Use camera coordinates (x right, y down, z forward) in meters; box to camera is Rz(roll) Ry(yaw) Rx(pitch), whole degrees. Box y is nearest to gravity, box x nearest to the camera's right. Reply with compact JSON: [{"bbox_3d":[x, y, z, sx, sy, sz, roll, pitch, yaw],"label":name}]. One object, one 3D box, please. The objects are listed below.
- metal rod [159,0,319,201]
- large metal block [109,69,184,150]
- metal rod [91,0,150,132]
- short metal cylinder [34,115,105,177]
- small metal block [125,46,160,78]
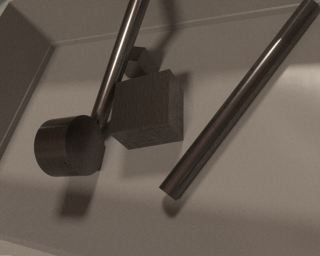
[{"bbox_3d":[0.101,-0.040,0.376,0.025,0.025,0.300,32,79,37],"label":"metal rod"},{"bbox_3d":[-0.015,-0.023,0.410,0.080,0.050,0.080,-11,57,22],"label":"large metal block"},{"bbox_3d":[-0.041,-0.132,0.416,0.025,0.025,0.298,35,110,38],"label":"metal rod"},{"bbox_3d":[-0.119,0.025,0.416,0.050,0.080,0.080,-6,59,25],"label":"short metal cylinder"},{"bbox_3d":[-0.036,-0.097,0.467,0.050,0.050,0.025,16,70,34],"label":"small metal block"}]
